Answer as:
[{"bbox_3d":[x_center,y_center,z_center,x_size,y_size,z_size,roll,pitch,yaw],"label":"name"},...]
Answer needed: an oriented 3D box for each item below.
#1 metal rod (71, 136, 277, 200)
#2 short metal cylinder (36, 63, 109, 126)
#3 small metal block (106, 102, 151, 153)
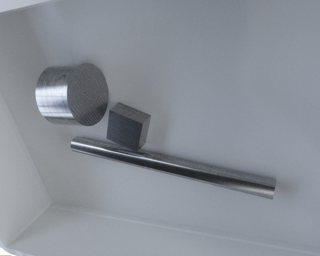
[{"bbox_3d":[0.004,0.051,0.436,0.301,0.025,0.025,10,123,22],"label":"metal rod"},{"bbox_3d":[-0.112,-0.043,0.403,0.050,0.080,0.079,3,120,27],"label":"short metal cylinder"},{"bbox_3d":[-0.044,-0.001,0.430,0.050,0.025,0.050,23,127,14],"label":"small metal block"}]
